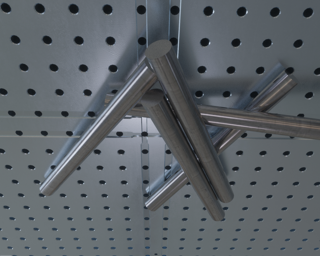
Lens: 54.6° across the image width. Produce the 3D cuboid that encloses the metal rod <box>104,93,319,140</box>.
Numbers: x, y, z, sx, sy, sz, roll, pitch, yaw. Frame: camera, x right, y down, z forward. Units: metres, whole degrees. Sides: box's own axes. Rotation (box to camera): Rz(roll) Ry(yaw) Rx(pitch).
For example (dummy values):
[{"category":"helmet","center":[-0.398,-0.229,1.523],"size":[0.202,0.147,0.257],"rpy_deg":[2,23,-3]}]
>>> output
[{"category":"metal rod","center":[0.084,-0.012,0.374],"size":[0.301,0.025,0.025],"rpy_deg":[8,130,4]}]

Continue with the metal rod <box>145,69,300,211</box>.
[{"category":"metal rod","center":[0.070,0.034,0.440],"size":[0.025,0.025,0.299],"rpy_deg":[27,125,-21]}]

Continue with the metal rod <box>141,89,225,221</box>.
[{"category":"metal rod","center":[0.045,0.058,0.421],"size":[0.025,0.025,0.300],"rpy_deg":[-16,138,13]}]

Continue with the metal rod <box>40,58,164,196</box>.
[{"category":"metal rod","center":[-0.092,0.017,0.400],"size":[0.025,0.025,0.299],"rpy_deg":[29,132,-22]}]

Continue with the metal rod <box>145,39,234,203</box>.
[{"category":"metal rod","center":[0.051,0.019,0.380],"size":[0.025,0.025,0.300],"rpy_deg":[-16,138,13]}]
